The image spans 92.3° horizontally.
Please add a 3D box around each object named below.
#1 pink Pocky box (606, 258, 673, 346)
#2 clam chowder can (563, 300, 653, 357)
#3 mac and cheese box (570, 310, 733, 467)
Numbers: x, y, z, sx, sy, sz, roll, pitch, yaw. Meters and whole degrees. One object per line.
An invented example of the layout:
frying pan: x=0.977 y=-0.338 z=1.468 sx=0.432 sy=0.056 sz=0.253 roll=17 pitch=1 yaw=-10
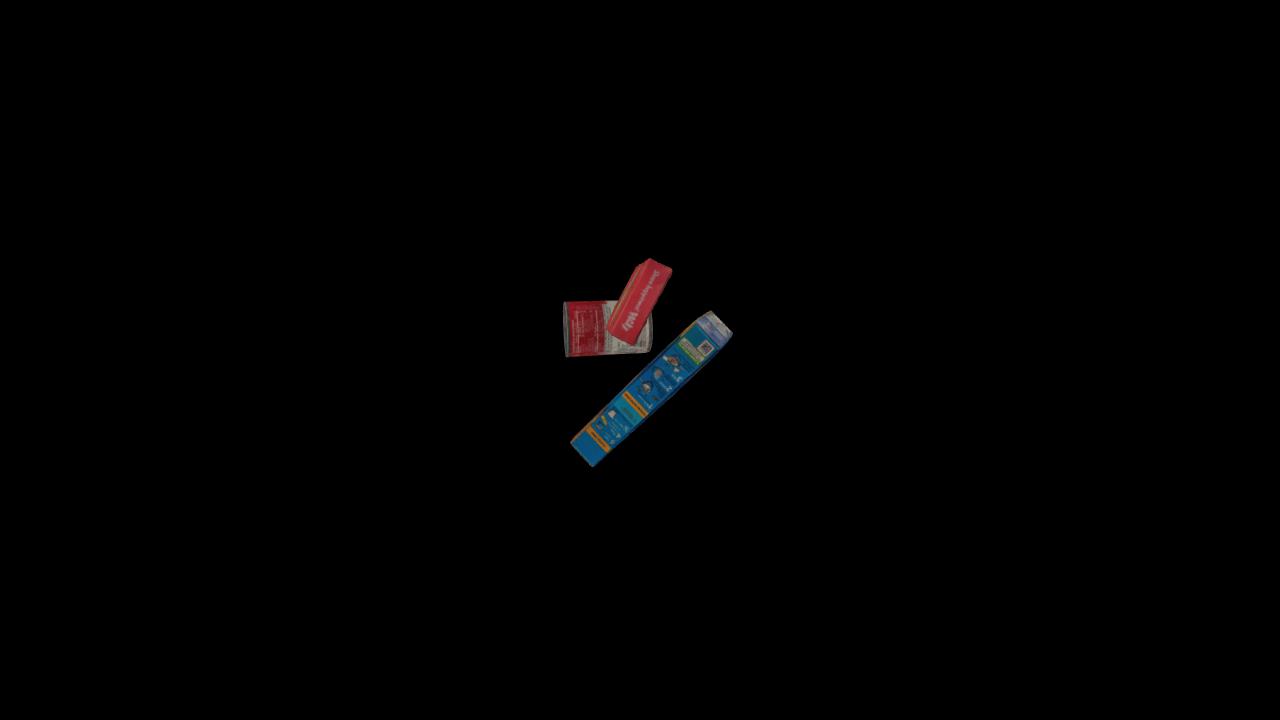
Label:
pink Pocky box: x=-0.005 y=-0.062 z=0.657 sx=0.029 sy=0.084 sz=0.155 roll=27 pitch=3 yaw=-7
clam chowder can: x=-0.040 y=-0.039 z=0.745 sx=0.102 sy=0.068 sz=0.068 roll=-3 pitch=0 yaw=-10
mac and cheese box: x=0.013 y=0.028 z=0.635 sx=0.184 sy=0.041 sz=0.093 roll=-44 pitch=-2 yaw=19
